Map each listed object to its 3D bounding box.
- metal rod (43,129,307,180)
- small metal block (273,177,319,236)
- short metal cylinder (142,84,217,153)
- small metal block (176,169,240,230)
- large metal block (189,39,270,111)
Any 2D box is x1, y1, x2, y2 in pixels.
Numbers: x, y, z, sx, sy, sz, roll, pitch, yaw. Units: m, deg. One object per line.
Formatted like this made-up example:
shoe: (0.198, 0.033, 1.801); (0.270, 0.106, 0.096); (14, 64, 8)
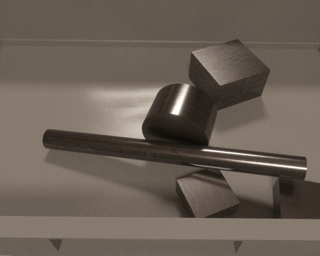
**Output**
metal rod: (0.005, 0.028, 0.358); (0.301, 0.025, 0.025); (6, 50, 13)
small metal block: (0.152, 0.084, 0.336); (0.050, 0.025, 0.050); (9, 51, 7)
short metal cylinder: (0.024, -0.007, 0.376); (0.080, 0.080, 0.050); (14, 52, 11)
small metal block: (0.051, 0.076, 0.342); (0.050, 0.025, 0.050); (-17, 52, -15)
large metal block: (0.099, -0.080, 0.457); (0.081, 0.050, 0.080); (-19, 53, -16)
